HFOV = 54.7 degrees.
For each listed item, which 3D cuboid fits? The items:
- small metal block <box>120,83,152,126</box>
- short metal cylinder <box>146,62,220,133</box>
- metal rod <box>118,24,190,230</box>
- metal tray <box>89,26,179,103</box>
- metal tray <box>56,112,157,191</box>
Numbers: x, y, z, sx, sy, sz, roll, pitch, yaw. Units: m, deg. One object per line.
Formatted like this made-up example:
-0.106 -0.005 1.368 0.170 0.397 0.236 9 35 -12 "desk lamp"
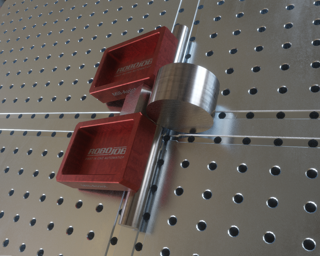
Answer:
-0.031 -0.026 0.422 0.050 0.025 0.050 -23 45 54 "small metal block"
0.028 -0.034 0.375 0.080 0.080 0.050 0 62 28 "short metal cylinder"
-0.001 -0.019 0.415 0.025 0.025 0.300 0 62 28 "metal rod"
-0.041 -0.091 0.460 0.130 0.030 0.090 -7 58 39 "metal tray"
-0.072 0.032 0.401 0.130 0.030 0.090 -7 58 39 "metal tray"
